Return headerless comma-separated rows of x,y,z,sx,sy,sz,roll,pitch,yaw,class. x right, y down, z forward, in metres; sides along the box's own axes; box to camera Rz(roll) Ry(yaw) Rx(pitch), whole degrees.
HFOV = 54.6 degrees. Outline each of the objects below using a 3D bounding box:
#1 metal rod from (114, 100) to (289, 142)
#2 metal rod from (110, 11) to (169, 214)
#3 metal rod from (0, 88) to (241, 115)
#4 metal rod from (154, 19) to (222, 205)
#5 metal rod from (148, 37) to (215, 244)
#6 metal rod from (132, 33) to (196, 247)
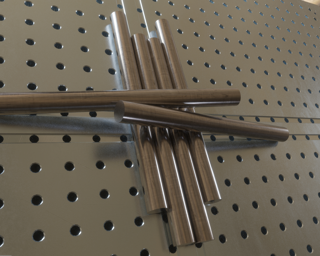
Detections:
0.079,-0.004,0.426,0.302,0.025,0.025,7,59,-35,metal rod
-0.033,-0.038,0.412,0.025,0.025,0.299,1,61,-28,metal rod
-0.037,-0.034,0.379,0.302,0.025,0.025,-4,63,-20,metal rod
0.033,-0.040,0.449,0.025,0.025,0.299,1,61,-28,metal rod
0.020,-0.001,0.420,0.025,0.025,0.299,1,61,-28,metal rod
-0.003,-0.003,0.406,0.025,0.025,0.299,1,61,-28,metal rod
